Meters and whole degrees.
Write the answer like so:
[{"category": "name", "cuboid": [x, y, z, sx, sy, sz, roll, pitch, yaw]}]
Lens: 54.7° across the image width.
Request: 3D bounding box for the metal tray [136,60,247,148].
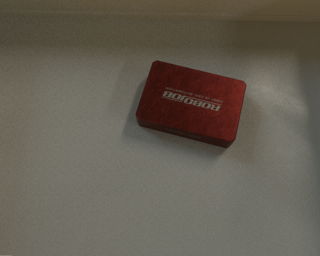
[{"category": "metal tray", "cuboid": [0.042, -0.033, 0.420, 0.131, 0.030, 0.090, 15, 70, 5]}]
